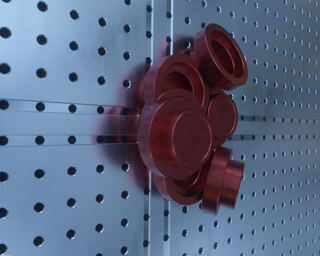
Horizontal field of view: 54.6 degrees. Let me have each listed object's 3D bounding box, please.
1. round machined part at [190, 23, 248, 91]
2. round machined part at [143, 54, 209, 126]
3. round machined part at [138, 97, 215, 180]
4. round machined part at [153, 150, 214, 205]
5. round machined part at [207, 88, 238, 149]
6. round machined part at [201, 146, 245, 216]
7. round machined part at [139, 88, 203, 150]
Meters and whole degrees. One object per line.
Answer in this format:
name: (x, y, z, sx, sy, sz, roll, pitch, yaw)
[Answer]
round machined part: (0.082, -0.097, 0.450, 0.098, 0.042, 0.098, 24, 53, -36)
round machined part: (0.017, -0.046, 0.411, 0.099, 0.042, 0.097, 0, 90, -40)
round machined part: (0.026, 0.012, 0.364, 0.099, 0.042, 0.097, 0, 90, -40)
round machined part: (0.028, 0.052, 0.420, 0.099, 0.042, 0.097, 0, 90, -40)
round machined part: (0.079, -0.016, 0.463, 0.099, 0.042, 0.097, 0, 90, -40)
round machined part: (0.093, 0.078, 0.443, 0.098, 0.042, 0.098, 13, 91, -73)
round machined part: (0.012, -0.002, 0.406, 0.099, 0.042, 0.097, 0, 90, -40)
